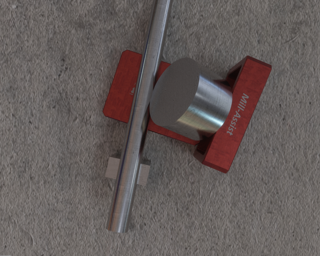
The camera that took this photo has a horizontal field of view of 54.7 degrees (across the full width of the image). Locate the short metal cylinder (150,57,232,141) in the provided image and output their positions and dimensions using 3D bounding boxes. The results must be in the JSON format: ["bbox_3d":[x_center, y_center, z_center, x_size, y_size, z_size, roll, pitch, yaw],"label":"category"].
[{"bbox_3d":[0.033,-0.031,0.347,0.050,0.080,0.080,23,90,-33],"label":"short metal cylinder"}]

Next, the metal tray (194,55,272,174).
[{"bbox_3d":[0.084,-0.015,0.380,0.030,0.090,0.129,23,90,0],"label":"metal tray"}]

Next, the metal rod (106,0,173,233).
[{"bbox_3d":[-0.021,-0.030,0.372,0.025,0.025,0.299,11,81,-1],"label":"metal rod"}]

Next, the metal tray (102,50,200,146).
[{"bbox_3d":[0.002,-0.039,0.408,0.131,0.030,0.090,18,90,-1],"label":"metal tray"}]

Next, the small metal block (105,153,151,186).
[{"bbox_3d":[-0.039,0.052,0.398,0.050,0.050,0.025,13,90,-1],"label":"small metal block"}]
